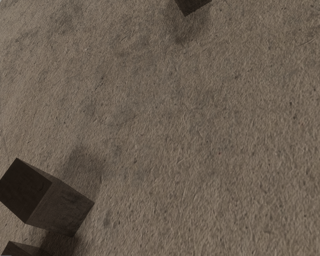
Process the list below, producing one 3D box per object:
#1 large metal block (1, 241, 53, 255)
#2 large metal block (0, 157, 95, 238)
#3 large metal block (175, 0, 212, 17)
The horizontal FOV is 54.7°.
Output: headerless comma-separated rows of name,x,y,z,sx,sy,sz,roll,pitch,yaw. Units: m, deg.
large metal block,-0.150,0.186,0.351,0.080,0.050,0.080,12,68,32
large metal block,-0.145,0.088,0.389,0.080,0.080,0.050,21,73,35
large metal block,0.035,-0.243,0.498,0.050,0.080,0.080,-29,52,10
